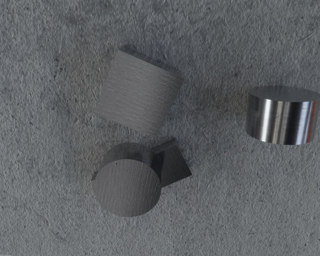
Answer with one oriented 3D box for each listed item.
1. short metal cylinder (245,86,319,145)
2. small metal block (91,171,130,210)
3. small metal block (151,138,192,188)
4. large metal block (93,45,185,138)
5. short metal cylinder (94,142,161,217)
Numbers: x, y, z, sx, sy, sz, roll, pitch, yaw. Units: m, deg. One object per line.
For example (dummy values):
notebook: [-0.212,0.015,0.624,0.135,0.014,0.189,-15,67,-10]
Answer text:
short metal cylinder: [0.147,-0.018,0.375,0.081,0.080,0.050,0,110,0]
small metal block: [-0.064,0.084,0.440,0.050,0.025,0.050,-14,110,5]
small metal block: [0.010,0.049,0.428,0.050,0.025,0.050,-25,109,8]
large metal block: [-0.025,-0.045,0.380,0.080,0.050,0.080,23,108,-8]
short metal cylinder: [-0.039,0.064,0.393,0.081,0.050,0.079,0,110,0]
